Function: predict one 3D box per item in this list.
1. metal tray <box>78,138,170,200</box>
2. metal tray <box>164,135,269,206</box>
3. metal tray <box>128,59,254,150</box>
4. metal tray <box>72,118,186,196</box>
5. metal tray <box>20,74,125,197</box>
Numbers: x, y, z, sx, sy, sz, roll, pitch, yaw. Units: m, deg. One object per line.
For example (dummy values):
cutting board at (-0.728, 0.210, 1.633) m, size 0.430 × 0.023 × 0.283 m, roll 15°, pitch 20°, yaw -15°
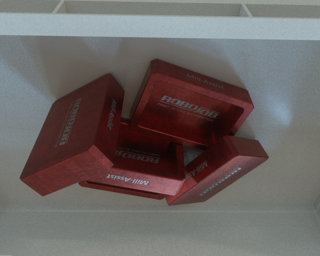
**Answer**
metal tray at (-0.045, 0.057, 0.449) m, size 0.131 × 0.030 × 0.089 m, roll 12°, pitch 129°, yaw -11°
metal tray at (0.075, 0.062, 0.432) m, size 0.091 × 0.030 × 0.129 m, roll 9°, pitch 137°, yaw -46°
metal tray at (0.036, -0.022, 0.385) m, size 0.131 × 0.030 × 0.089 m, roll 16°, pitch 128°, yaw -14°
metal tray at (-0.037, 0.030, 0.388) m, size 0.131 × 0.090 × 0.030 m, roll 12°, pitch 129°, yaw -11°
metal tray at (-0.089, 0.002, 0.337) m, size 0.090 × 0.130 × 0.030 m, roll -23°, pitch 127°, yaw 19°
